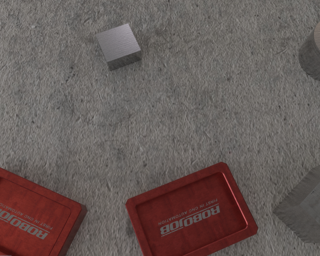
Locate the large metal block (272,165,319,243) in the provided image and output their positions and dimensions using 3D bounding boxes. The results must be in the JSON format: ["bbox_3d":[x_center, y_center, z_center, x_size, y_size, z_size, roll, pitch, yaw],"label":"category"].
[{"bbox_3d":[0.186,0.082,0.350,0.080,0.080,0.050,-41,75,-13],"label":"large metal block"}]

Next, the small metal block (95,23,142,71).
[{"bbox_3d":[-0.060,-0.117,0.451,0.050,0.025,0.050,-22,72,-8],"label":"small metal block"}]

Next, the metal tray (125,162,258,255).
[{"bbox_3d":[0.035,0.105,0.367,0.131,0.030,0.090,-21,71,-8],"label":"metal tray"}]

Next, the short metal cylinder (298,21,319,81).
[{"bbox_3d":[0.246,-0.110,0.437,0.081,0.050,0.080,0,70,0],"label":"short metal cylinder"}]

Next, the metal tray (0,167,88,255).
[{"bbox_3d":[-0.165,0.108,0.364,0.130,0.030,0.090,22,71,7],"label":"metal tray"}]
